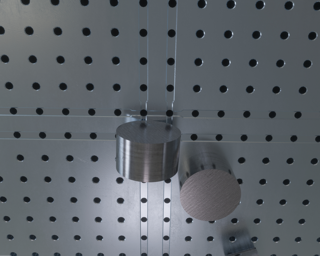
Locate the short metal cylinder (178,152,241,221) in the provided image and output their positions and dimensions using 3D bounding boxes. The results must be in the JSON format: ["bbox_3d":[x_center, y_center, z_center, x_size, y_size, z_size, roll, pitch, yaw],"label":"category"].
[{"bbox_3d":[0.066,0.081,0.430,0.081,0.050,0.079,0,110,0],"label":"short metal cylinder"}]

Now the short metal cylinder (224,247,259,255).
[{"bbox_3d":[0.135,0.229,0.469,0.050,0.080,0.080,-19,109,7],"label":"short metal cylinder"}]

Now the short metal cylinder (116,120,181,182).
[{"bbox_3d":[-0.015,0.027,0.394,0.081,0.080,0.050,3,110,-1],"label":"short metal cylinder"}]
